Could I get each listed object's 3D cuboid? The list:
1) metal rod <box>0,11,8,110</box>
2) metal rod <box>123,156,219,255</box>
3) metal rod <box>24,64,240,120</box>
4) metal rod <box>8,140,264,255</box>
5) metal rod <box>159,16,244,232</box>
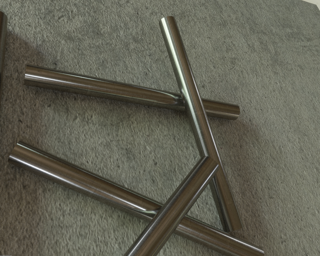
[{"bbox_3d":[-0.176,-0.004,0.311,0.025,0.025,0.299,4,60,-27],"label":"metal rod"},{"bbox_3d":[-0.030,0.133,0.285,0.025,0.025,0.301,44,57,1],"label":"metal rod"},{"bbox_3d":[-0.019,-0.043,0.420,0.302,0.025,0.025,8,58,-25],"label":"metal rod"},{"bbox_3d":[-0.014,0.090,0.342,0.301,0.025,0.025,27,52,-12],"label":"metal rod"},{"bbox_3d":[0.050,-0.015,0.414,0.025,0.025,0.299,-7,74,-32],"label":"metal rod"}]
